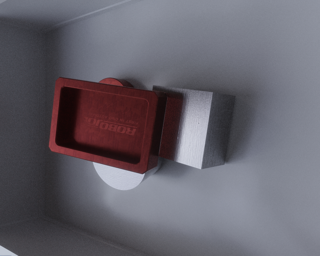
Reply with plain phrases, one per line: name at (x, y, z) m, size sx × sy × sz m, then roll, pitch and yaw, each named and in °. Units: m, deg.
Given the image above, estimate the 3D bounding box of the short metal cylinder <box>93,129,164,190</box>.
short metal cylinder at (-0.041, 0.034, 0.405) m, size 0.080 × 0.050 × 0.079 m, roll 7°, pitch 106°, yaw 26°

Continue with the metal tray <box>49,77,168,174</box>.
metal tray at (-0.063, -0.006, 0.359) m, size 0.130 × 0.030 × 0.089 m, roll 11°, pitch 97°, yaw 19°

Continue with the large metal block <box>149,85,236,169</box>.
large metal block at (0.033, -0.004, 0.358) m, size 0.080 × 0.050 × 0.079 m, roll 13°, pitch 98°, yaw 39°

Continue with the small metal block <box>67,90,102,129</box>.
small metal block at (-0.108, -0.025, 0.420) m, size 0.025 × 0.050 × 0.050 m, roll 16°, pitch 100°, yaw 38°

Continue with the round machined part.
round machined part at (-0.078, -0.026, 0.455) m, size 0.098 × 0.042 × 0.097 m, roll 0°, pitch 90°, yaw 39°
